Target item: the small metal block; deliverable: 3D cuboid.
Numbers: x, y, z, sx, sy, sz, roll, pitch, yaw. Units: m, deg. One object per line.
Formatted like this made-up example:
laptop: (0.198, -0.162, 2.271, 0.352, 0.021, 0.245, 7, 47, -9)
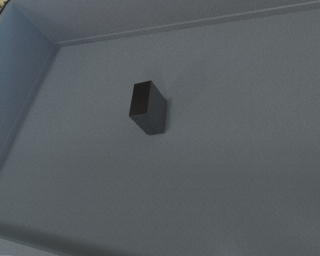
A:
small metal block: (-0.014, -0.026, 0.410, 0.025, 0.050, 0.050, -9, 57, 24)
